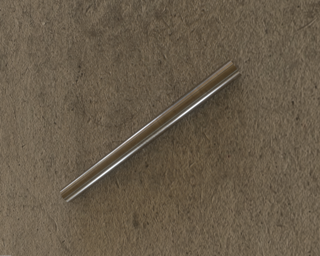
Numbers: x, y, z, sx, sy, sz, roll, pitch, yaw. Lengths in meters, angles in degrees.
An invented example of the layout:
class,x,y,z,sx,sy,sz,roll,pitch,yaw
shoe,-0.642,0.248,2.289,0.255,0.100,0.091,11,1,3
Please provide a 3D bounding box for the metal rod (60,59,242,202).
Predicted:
class,x,y,z,sx,sy,sz,roll,pitch,yaw
metal rod,-0.023,0.013,0.419,0.300,0.025,0.025,-37,78,16
